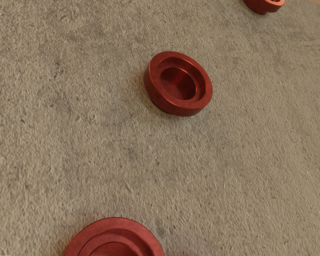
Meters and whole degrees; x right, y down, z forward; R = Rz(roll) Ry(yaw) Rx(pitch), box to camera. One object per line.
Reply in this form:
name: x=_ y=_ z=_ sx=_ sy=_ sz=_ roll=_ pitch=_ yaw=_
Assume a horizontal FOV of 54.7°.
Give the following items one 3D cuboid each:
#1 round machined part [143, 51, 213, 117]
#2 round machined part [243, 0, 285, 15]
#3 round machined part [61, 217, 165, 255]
round machined part: x=0.022 y=-0.058 z=0.440 sx=0.099 sy=0.042 sz=0.098 roll=14 pitch=56 yaw=-21
round machined part: x=0.225 y=-0.294 z=0.693 sx=0.099 sy=0.042 sz=0.098 roll=14 pitch=56 yaw=-21
round machined part: x=-0.046 y=0.136 z=0.285 sx=0.099 sy=0.042 sz=0.098 roll=13 pitch=56 yaw=-21
